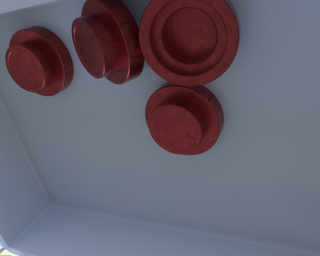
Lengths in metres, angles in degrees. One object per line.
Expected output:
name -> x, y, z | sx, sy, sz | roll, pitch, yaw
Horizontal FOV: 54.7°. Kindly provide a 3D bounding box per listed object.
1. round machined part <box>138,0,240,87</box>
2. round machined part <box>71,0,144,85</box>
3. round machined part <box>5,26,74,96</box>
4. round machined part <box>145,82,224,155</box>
round machined part -> 0.031, -0.095, 0.316 | 0.098, 0.042, 0.097 | 8, 121, 13
round machined part -> -0.064, -0.094, 0.348 | 0.098, 0.042, 0.097 | 38, 144, 35
round machined part -> -0.175, -0.089, 0.435 | 0.098, 0.042, 0.097 | 13, 124, 21
round machined part -> 0.025, -0.007, 0.380 | 0.098, 0.042, 0.097 | 13, 124, 21
